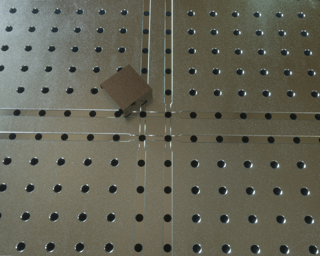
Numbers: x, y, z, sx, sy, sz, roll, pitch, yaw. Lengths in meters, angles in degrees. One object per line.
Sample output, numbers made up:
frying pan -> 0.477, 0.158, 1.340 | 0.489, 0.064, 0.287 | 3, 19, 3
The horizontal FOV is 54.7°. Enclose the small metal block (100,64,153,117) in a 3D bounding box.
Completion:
small metal block -> -0.046, -0.052, 0.430 | 0.050, 0.025, 0.050 | -38, 75, -13
